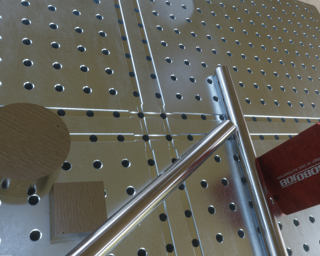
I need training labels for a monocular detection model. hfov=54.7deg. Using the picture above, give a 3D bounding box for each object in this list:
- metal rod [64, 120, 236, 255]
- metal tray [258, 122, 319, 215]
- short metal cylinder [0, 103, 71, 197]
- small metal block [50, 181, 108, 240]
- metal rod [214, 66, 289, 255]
[{"bbox_3d":[0.013,0.060,0.360,0.025,0.025,0.302,50,45,6],"label":"metal rod"},{"bbox_3d":[0.197,0.056,0.415,0.030,0.129,0.090,-19,72,-36],"label":"metal tray"},{"bbox_3d":[-0.135,0.022,0.307,0.081,0.050,0.080,14,56,-21],"label":"short metal cylinder"},{"bbox_3d":[-0.083,0.083,0.314,0.050,0.025,0.050,3,61,-27],"label":"small metal block"},{"bbox_3d":[0.127,0.034,0.458,0.025,0.025,0.299,5,60,-26],"label":"metal rod"}]
